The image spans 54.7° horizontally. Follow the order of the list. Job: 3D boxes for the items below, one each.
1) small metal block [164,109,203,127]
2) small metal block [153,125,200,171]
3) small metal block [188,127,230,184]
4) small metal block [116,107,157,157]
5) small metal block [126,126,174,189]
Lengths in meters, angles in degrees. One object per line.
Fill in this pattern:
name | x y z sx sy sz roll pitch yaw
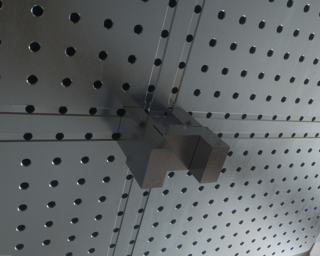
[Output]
small metal block | 0.027 0.008 0.416 0.025 0.050 0.050 -1 119 -29
small metal block | 0.014 0.024 0.371 0.050 0.025 0.050 1 118 -29
small metal block | 0.053 0.032 0.379 0.025 0.050 0.050 1 118 -29
small metal block | -0.030 0.008 0.384 0.025 0.050 0.050 1 118 -29
small metal block | -0.013 0.031 0.342 0.025 0.050 0.050 1 118 -29
